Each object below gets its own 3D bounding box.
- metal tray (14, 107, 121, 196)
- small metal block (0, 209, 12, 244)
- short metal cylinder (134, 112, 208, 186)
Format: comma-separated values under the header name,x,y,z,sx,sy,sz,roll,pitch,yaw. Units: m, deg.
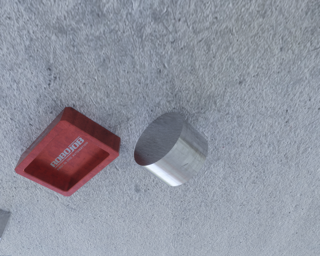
name,x,y,z,sx,sy,sz,roll,pitch,yaw
metal tray,-0.129,0.039,0.435,0.090,0.030,0.130,35,122,-26
small metal block,-0.284,0.178,0.540,0.025,0.050,0.050,20,127,-16
short metal cylinder,0.013,0.026,0.394,0.080,0.080,0.050,-34,123,25
